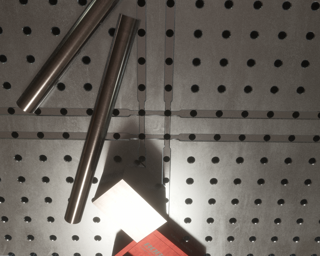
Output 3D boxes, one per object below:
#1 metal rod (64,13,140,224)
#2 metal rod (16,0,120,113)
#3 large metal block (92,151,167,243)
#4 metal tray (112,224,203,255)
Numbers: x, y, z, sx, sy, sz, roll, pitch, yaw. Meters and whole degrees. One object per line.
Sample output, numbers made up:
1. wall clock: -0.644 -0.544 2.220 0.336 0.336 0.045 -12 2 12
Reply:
1. metal rod: -0.082 0.002 0.412 0.025 0.025 0.298 17 109 -7
2. metal rod: -0.075 -0.134 0.362 0.025 0.025 0.299 39 105 -14
3. large metal block: -0.037 0.089 0.417 0.050 0.080 0.080 -39 106 13
4. metal tray: 0.001 0.207 0.487 0.090 0.030 0.130 -43 105 14
